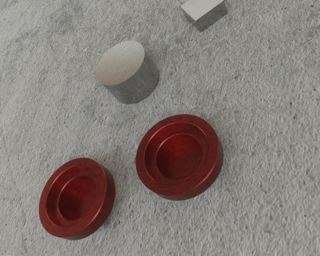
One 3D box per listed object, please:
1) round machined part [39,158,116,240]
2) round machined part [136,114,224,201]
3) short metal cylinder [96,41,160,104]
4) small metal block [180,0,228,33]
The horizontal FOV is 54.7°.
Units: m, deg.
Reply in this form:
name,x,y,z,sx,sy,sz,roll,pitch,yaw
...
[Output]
name,x,y,z,sx,sy,sz,roll,pitch,yaw
round machined part,-0.097,0.090,0.387,0.098,0.042,0.098,-13,56,20
round machined part,0.025,0.036,0.357,0.098,0.042,0.098,-13,56,20
short metal cylinder,-0.047,-0.082,0.462,0.080,0.050,0.080,-13,56,20
small metal block,0.068,-0.183,0.480,0.050,0.025,0.050,-35,51,4
